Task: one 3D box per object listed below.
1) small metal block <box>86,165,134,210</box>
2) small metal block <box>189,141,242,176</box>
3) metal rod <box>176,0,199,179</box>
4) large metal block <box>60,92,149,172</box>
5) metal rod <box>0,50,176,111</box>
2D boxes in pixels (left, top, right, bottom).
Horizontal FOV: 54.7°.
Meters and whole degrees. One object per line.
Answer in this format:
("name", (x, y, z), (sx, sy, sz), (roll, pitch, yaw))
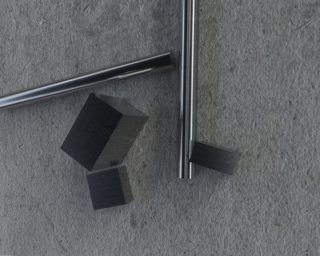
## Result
("small metal block", (-0.070, 0.083, 0.432), (0.050, 0.025, 0.050), (-15, 85, 19))
("small metal block", (0.068, 0.035, 0.371), (0.050, 0.050, 0.025), (17, 93, 18))
("metal rod", (0.036, -0.086, 0.395), (0.025, 0.025, 0.298), (1, 90, 19))
("large metal block", (-0.068, 0.005, 0.403), (0.050, 0.080, 0.080), (34, 101, 16))
("metal rod", (-0.123, -0.064, 0.450), (0.301, 0.025, 0.025), (-10, 87, 19))
